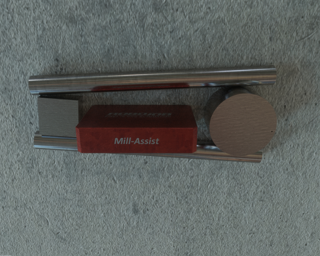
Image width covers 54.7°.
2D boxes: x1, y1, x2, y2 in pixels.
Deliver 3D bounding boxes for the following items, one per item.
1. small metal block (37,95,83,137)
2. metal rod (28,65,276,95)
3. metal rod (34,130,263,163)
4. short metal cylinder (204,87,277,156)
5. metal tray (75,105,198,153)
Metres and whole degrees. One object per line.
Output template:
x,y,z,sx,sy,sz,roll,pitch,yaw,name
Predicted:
-0.129,-0.017,0.404,0.050,0.025,0.050,4,110,-2,small metal block
-0.009,-0.060,0.389,0.302,0.025,0.025,-2,110,0,metal rod
-0.014,0.026,0.420,0.302,0.025,0.025,4,110,-2,metal rod
0.099,-0.011,0.394,0.081,0.050,0.079,0,110,0,short metal cylinder
-0.025,-0.002,0.374,0.131,0.090,0.030,0,110,0,metal tray
